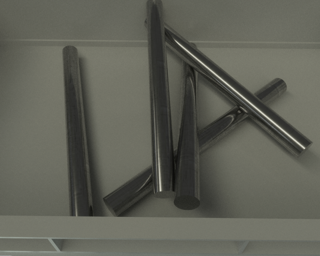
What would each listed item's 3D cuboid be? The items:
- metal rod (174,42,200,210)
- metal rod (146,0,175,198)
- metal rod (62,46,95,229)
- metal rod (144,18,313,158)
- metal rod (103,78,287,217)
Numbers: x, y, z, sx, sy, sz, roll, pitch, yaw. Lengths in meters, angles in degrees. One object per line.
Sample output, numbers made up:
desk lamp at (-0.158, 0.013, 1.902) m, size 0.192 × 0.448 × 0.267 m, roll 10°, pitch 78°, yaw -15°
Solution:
metal rod at (0.038, -0.030, 0.406) m, size 0.025 × 0.025 × 0.300 m, roll 4°, pitch 43°, yaw 3°
metal rod at (-0.002, -0.060, 0.397) m, size 0.025 × 0.025 × 0.299 m, roll -2°, pitch 60°, yaw -2°
metal rod at (-0.114, -0.013, 0.414) m, size 0.025 × 0.025 × 0.300 m, roll -10°, pitch 51°, yaw -8°
metal rod at (0.077, -0.072, 0.426) m, size 0.025 × 0.025 × 0.300 m, roll -31°, pitch 61°, yaw -23°
metal rod at (0.061, 0.011, 0.395) m, size 0.302 × 0.025 × 0.025 m, roll -33°, pitch 57°, yaw -25°
